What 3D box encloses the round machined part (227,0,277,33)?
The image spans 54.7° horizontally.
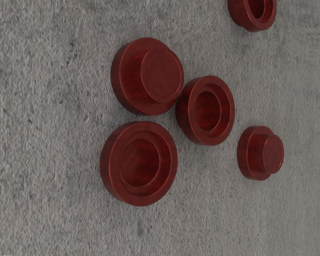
[{"bbox_3d":[0.151,-0.209,0.519,0.099,0.042,0.097,0,90,-40],"label":"round machined part"}]

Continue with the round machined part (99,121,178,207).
[{"bbox_3d":[-0.029,0.040,0.370,0.099,0.042,0.097,0,90,-40],"label":"round machined part"}]

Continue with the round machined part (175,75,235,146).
[{"bbox_3d":[0.061,-0.024,0.444,0.099,0.042,0.097,0,90,-40],"label":"round machined part"}]

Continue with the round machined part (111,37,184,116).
[{"bbox_3d":[-0.008,-0.064,0.386,0.099,0.042,0.097,0,90,-40],"label":"round machined part"}]

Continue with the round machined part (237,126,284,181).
[{"bbox_3d":[0.183,0.045,0.547,0.099,0.042,0.097,0,90,-40],"label":"round machined part"}]
